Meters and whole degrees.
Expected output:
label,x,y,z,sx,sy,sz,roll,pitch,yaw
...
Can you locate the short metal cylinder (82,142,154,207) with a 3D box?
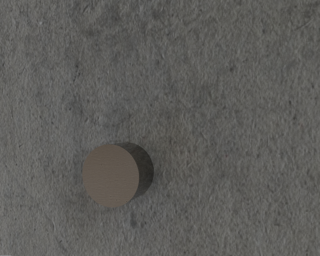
label,x,y,z,sx,sy,sz,roll,pitch,yaw
short metal cylinder,-0.055,0.060,0.414,0.080,0.050,0.079,0,90,19
